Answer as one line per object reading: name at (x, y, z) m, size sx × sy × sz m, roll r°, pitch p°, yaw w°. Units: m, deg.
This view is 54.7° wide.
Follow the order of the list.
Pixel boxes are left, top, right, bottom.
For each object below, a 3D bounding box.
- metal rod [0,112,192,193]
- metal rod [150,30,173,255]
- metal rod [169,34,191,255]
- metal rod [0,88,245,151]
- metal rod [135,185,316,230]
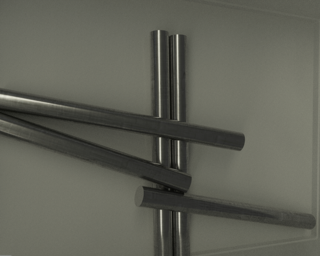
metal rod at (-0.103, 0.021, 0.358) m, size 0.302 × 0.025 × 0.025 m, roll 20°, pitch 83°, yaw -14°
metal rod at (0.002, 0.024, 0.409) m, size 0.025 × 0.025 × 0.298 m, roll -1°, pitch 91°, yaw -20°
metal rod at (0.026, 0.026, 0.418) m, size 0.025 × 0.025 × 0.298 m, roll -1°, pitch 91°, yaw -20°
metal rod at (-0.039, -0.007, 0.375) m, size 0.302 × 0.025 × 0.025 m, roll 10°, pitch 87°, yaw -13°
metal rod at (0.107, 0.115, 0.432) m, size 0.302 × 0.025 × 0.025 m, roll 15°, pitch 85°, yaw -25°
